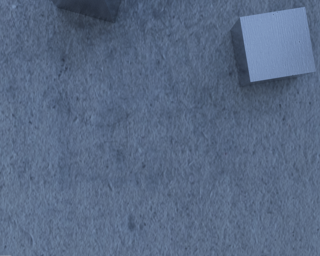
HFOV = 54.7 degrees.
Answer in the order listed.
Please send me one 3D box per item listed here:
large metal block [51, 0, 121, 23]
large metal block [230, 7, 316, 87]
[{"bbox_3d":[-0.094,-0.177,0.381,0.080,0.080,0.050,15,90,-1],"label":"large metal block"},{"bbox_3d":[0.143,-0.101,0.399,0.081,0.050,0.080,-9,90,-1],"label":"large metal block"}]
